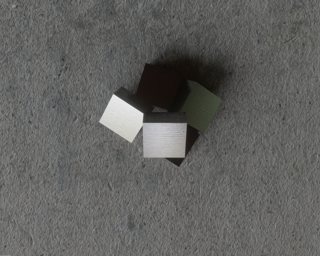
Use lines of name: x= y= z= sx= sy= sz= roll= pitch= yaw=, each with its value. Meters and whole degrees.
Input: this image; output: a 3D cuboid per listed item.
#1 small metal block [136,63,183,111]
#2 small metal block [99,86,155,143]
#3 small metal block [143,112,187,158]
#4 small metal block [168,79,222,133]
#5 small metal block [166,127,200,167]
small metal block: x=-0.002 y=-0.053 z=0.411 sx=0.050 sy=0.025 sz=0.050 roll=17 pitch=90 yaw=-1
small metal block: x=-0.043 y=-0.017 z=0.399 sx=0.050 sy=0.025 sz=0.050 roll=33 pitch=126 yaw=-2
small metal block: x=0.005 y=0.008 z=0.375 sx=0.050 sy=0.025 sz=0.050 roll=0 pitch=123 yaw=-1
small metal block: x=0.045 y=-0.028 z=0.401 sx=0.050 sy=0.025 sz=0.050 roll=28 pitch=90 yaw=-34
small metal block: x=0.017 y=0.016 z=0.412 sx=0.050 sy=0.025 sz=0.050 roll=33 pitch=90 yaw=-1
